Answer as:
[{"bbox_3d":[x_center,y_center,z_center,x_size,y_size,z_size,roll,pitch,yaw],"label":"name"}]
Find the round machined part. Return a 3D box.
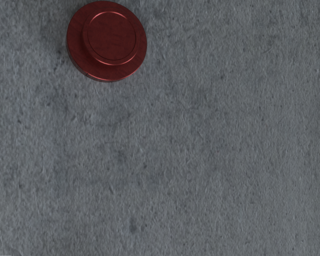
[{"bbox_3d":[-0.062,-0.107,0.377,0.099,0.042,0.097,0,90,-21],"label":"round machined part"}]
